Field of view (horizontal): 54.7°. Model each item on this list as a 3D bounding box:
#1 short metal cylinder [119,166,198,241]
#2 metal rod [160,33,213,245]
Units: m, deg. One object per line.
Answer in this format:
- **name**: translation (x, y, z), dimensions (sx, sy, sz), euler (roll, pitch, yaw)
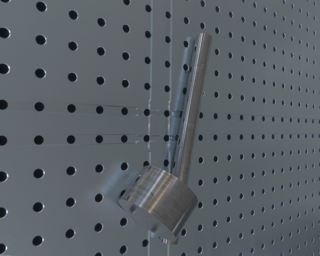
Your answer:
- **short metal cylinder**: translation (-0.002, 0.090, 0.372), dimensions (0.080, 0.080, 0.050), euler (52, 60, -27)
- **metal rod**: translation (0.039, 0.009, 0.441), dimensions (0.025, 0.025, 0.299), euler (18, 79, -39)
